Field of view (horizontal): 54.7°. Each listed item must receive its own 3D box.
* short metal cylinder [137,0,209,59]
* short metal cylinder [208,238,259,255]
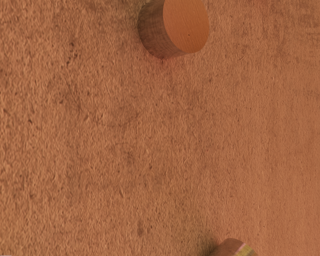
[{"bbox_3d":[0.018,-0.133,0.403,0.081,0.050,0.080,0,90,-40],"label":"short metal cylinder"},{"bbox_3d":[0.109,0.214,0.461,0.050,0.080,0.080,-27,107,-37],"label":"short metal cylinder"}]
